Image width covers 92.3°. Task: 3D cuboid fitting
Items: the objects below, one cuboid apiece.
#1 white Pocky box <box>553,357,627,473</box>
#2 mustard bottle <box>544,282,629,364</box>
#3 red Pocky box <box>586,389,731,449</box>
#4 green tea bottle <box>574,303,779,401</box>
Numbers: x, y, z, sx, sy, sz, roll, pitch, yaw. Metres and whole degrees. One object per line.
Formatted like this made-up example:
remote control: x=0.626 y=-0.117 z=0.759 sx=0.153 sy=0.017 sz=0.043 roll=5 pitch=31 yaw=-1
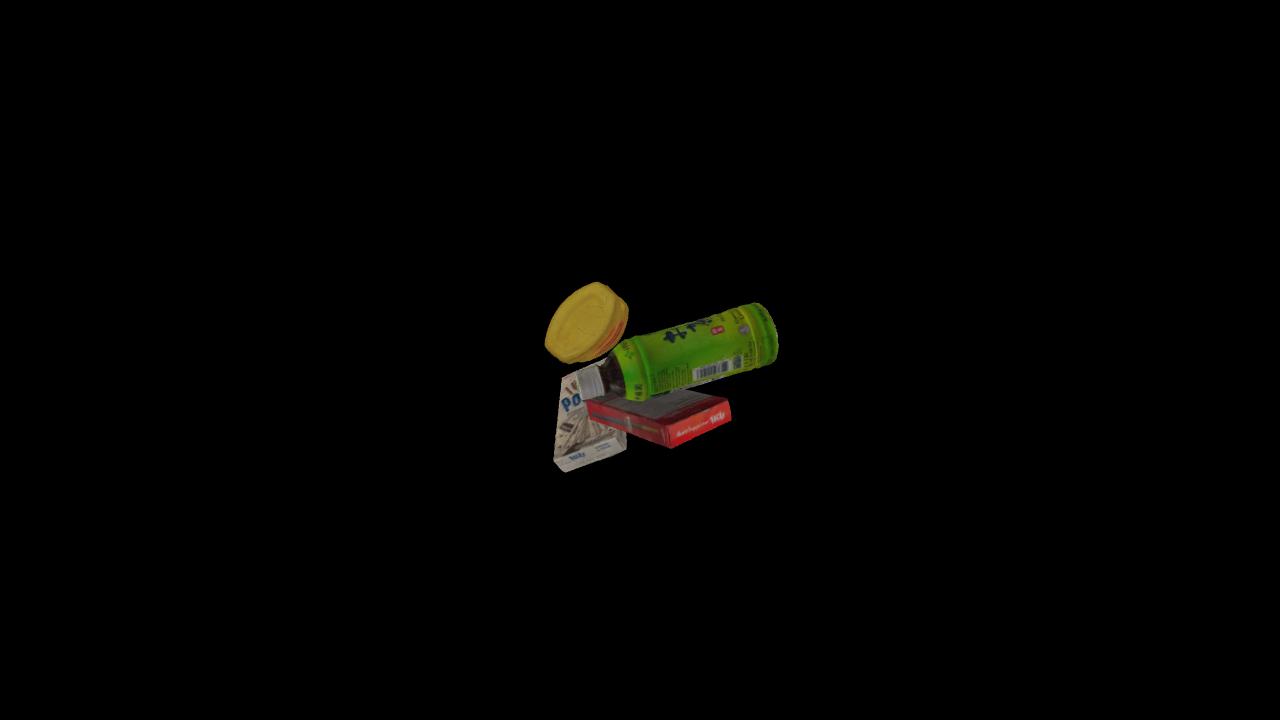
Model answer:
white Pocky box: x=-0.059 y=0.062 z=0.749 sx=0.084 sy=0.028 sz=0.154 roll=-23 pitch=35 yaw=14
mustard bottle: x=-0.051 y=-0.038 z=0.708 sx=0.054 sy=0.092 sz=0.184 roll=34 pitch=3 yaw=5
red Pocky box: x=0.015 y=0.054 z=0.657 sx=0.083 sy=0.028 sz=0.155 roll=-18 pitch=16 yaw=-32
green tea bottle: x=0.037 y=-0.001 z=0.641 sx=0.212 sy=0.073 sz=0.073 roll=-17 pitch=4 yaw=-13
